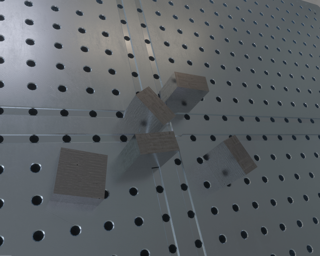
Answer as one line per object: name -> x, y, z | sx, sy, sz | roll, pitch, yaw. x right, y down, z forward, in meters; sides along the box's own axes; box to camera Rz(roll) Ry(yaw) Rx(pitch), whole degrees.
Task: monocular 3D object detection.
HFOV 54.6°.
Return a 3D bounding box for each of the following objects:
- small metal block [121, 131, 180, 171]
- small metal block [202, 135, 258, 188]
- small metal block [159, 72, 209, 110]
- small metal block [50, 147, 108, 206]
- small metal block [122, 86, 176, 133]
small metal block -> -0.013, 0.028, 0.368 | 0.050, 0.050, 0.025 | -4, 64, -30
small metal block -> 0.092, 0.045, 0.414 | 0.025, 0.050, 0.050 | -23, 74, -36
small metal block -> 0.033, -0.052, 0.441 | 0.050, 0.050, 0.025 | 4, 60, -26
small metal block -> -0.085, 0.052, 0.330 | 0.050, 0.025, 0.050 | 12, 57, -21
small metal block -> -0.015, -0.016, 0.393 | 0.050, 0.050, 0.025 | 47, 51, 5
